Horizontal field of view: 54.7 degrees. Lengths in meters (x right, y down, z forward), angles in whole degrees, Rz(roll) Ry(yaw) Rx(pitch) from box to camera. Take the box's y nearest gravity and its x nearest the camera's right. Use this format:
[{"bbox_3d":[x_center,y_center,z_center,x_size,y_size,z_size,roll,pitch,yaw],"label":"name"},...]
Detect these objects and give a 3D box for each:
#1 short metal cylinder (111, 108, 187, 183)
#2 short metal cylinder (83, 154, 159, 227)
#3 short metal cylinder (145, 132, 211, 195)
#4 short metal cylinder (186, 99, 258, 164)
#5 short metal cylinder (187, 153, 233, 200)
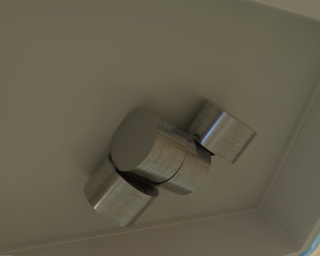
[{"bbox_3d":[-0.014,0.022,0.378,0.050,0.080,0.080,29,102,-38],"label":"short metal cylinder"},{"bbox_3d":[-0.048,0.077,0.394,0.080,0.080,0.050,33,100,-39],"label":"short metal cylinder"},{"bbox_3d":[0.020,0.043,0.411,0.050,0.080,0.080,30,101,-38],"label":"short metal cylinder"},{"bbox_3d":[0.084,0.004,0.421,0.080,0.080,0.050,26,104,-37],"label":"short metal cylinder"},{"bbox_3d":[0.061,0.060,0.462,0.081,0.050,0.079,-14,125,-21],"label":"short metal cylinder"}]
